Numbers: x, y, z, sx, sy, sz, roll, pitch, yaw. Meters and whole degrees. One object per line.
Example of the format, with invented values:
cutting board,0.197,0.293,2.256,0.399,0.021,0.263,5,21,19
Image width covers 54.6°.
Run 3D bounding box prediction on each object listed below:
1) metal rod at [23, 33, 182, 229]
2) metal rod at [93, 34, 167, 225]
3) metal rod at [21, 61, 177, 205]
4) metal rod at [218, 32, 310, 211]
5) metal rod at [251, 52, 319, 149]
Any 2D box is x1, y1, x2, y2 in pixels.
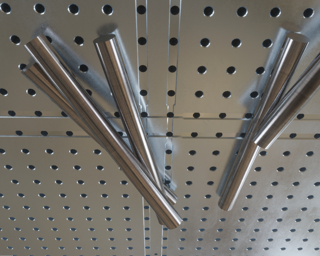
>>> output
metal rod,-0.057,0.020,0.388,0.025,0.025,0.300,-26,114,20
metal rod,-0.025,0.025,0.412,0.025,0.025,0.299,-10,124,8
metal rod,-0.065,0.024,0.431,0.025,0.025,0.300,-27,126,21
metal rod,0.128,0.016,0.425,0.025,0.025,0.298,5,130,-5
metal rod,0.191,-0.093,0.314,0.025,0.025,0.298,21,121,-17
